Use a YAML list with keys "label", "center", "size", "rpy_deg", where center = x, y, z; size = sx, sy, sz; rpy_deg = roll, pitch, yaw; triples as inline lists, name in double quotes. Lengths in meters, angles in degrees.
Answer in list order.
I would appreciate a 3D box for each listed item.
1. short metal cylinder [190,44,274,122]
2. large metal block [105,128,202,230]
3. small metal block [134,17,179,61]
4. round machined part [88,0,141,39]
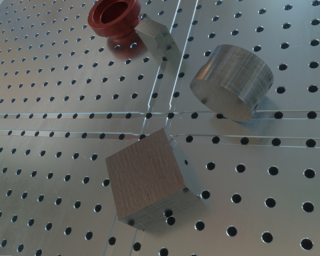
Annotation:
- label: "short metal cylinder"
  center: [0.082, -0.050, 0.360]
  size: [0.080, 0.080, 0.050]
  rpy_deg: [25, 76, 36]
- label: "large metal block"
  center: [-0.009, 0.060, 0.359]
  size: [0.080, 0.050, 0.080]
  rpy_deg: [-28, 52, 10]
- label: "small metal block"
  center: [-0.005, -0.137, 0.478]
  size: [0.025, 0.050, 0.050]
  rpy_deg: [-49, 52, -6]
- label: "round machined part"
  center: [-0.077, -0.201, 0.559]
  size: [0.098, 0.042, 0.098]
  rpy_deg: [-13, 56, 20]
